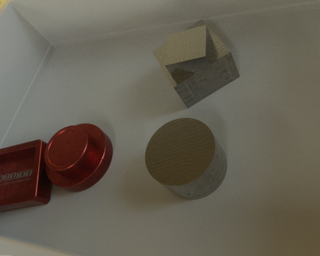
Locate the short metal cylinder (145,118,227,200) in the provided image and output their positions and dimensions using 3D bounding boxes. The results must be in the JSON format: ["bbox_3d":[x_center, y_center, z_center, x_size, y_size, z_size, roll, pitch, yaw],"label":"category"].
[{"bbox_3d":[0.030,0.035,0.351,0.080,0.050,0.080,-13,56,20],"label":"short metal cylinder"}]

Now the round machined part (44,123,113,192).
[{"bbox_3d":[-0.119,0.035,0.431,0.098,0.042,0.098,-11,57,18],"label":"round machined part"}]

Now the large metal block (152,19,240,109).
[{"bbox_3d":[0.047,-0.087,0.417,0.080,0.050,0.080,-32,52,7],"label":"large metal block"}]

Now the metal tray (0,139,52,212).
[{"bbox_3d":[-0.223,0.075,0.460,0.130,0.030,0.090,-13,62,16],"label":"metal tray"}]

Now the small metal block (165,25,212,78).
[{"bbox_3d":[0.036,-0.093,0.379,0.050,0.025,0.050,-8,58,23],"label":"small metal block"}]
